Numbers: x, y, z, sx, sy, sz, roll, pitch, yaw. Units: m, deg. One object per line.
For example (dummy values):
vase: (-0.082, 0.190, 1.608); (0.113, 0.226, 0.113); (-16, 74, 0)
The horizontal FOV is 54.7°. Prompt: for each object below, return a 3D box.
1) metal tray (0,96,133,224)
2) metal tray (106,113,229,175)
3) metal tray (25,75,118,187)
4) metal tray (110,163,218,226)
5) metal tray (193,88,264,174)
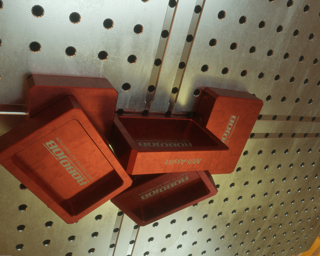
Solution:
metal tray: (-0.098, 0.040, 0.339); (0.090, 0.030, 0.130); (-33, 130, -7)
metal tray: (0.008, 0.017, 0.384); (0.131, 0.090, 0.030); (1, 118, -30)
metal tray: (-0.105, 0.007, 0.356); (0.091, 0.030, 0.129); (-1, 120, -28)
metal tray: (0.006, 0.086, 0.442); (0.130, 0.030, 0.090); (-26, 131, 10)
metal tray: (0.090, 0.009, 0.463); (0.091, 0.030, 0.129); (3, 117, -30)
